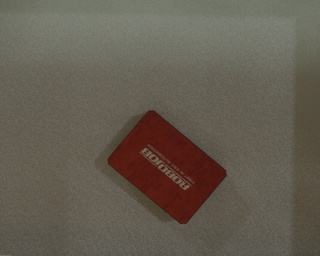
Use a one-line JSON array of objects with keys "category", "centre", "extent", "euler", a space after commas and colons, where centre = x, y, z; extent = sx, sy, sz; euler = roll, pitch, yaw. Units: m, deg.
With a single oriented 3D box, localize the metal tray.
[{"category": "metal tray", "centre": [0.009, 0.050, 0.409], "extent": [0.130, 0.030, 0.090], "euler": [40, 90, 0]}]
